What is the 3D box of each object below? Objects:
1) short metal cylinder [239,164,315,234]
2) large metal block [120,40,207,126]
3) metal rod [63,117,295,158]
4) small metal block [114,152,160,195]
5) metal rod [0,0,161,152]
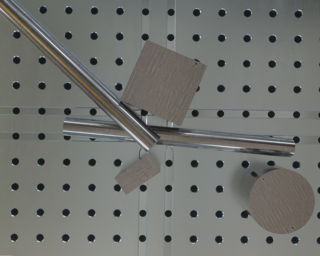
[{"bbox_3d":[0.149,0.089,0.402,0.081,0.050,0.079,0,90,0],"label":"short metal cylinder"},{"bbox_3d":[0.005,-0.055,0.401,0.080,0.050,0.080,23,90,0],"label":"large metal block"},{"bbox_3d":[0.025,0.013,0.413,0.302,0.025,0.025,6,90,0],"label":"metal rod"},{"bbox_3d":[-0.027,0.057,0.401,0.050,0.050,0.025,-34,90,0],"label":"small metal block"},{"bbox_3d":[-0.117,-0.081,0.398,0.300,0.025,0.025,43,90,5],"label":"metal rod"}]
